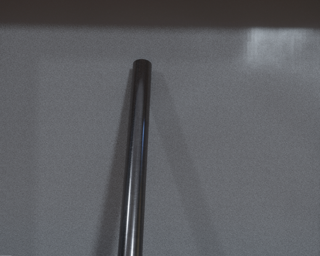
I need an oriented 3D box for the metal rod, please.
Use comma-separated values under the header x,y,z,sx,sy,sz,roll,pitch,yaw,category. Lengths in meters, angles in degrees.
x,y,z,sx,sy,sz,roll,pitch,yaw,category
-0.028,0.051,0.350,0.025,0.025,0.299,2,65,0,metal rod
